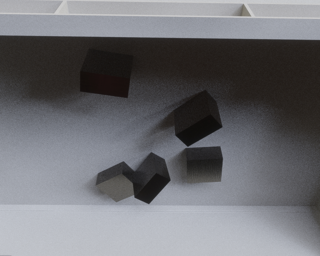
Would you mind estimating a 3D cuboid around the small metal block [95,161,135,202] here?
[{"bbox_3d":[-0.062,0.084,0.480,0.050,0.025,0.050,-26,126,21],"label":"small metal block"}]

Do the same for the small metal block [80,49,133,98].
[{"bbox_3d":[-0.057,-0.061,0.340,0.050,0.050,0.025,7,130,-7],"label":"small metal block"}]

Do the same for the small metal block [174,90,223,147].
[{"bbox_3d":[0.045,-0.012,0.382,0.050,0.050,0.025,-32,123,24],"label":"small metal block"}]

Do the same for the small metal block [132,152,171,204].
[{"bbox_3d":[-0.014,0.072,0.447,0.025,0.050,0.050,31,110,-24],"label":"small metal block"}]

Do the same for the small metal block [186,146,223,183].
[{"bbox_3d":[0.064,0.055,0.456,0.050,0.025,0.050,-3,130,2],"label":"small metal block"}]
